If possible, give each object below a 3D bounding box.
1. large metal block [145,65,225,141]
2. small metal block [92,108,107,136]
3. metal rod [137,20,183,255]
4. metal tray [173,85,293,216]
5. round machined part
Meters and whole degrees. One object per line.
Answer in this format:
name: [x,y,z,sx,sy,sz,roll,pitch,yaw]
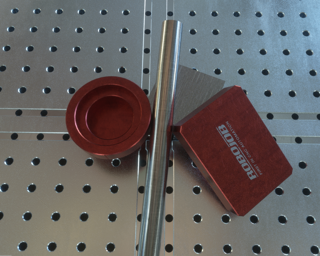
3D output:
large metal block: [0.030,-0.031,0.407,0.080,0.050,0.080,22,71,7]
small metal block: [-0.073,-0.011,0.412,0.050,0.025,0.050,-21,72,-8]
metal rod: [-0.001,0.025,0.356,0.025,0.025,0.298,6,86,2]
metal tray: [0.088,0.027,0.369,0.090,0.030,0.130,-37,99,-12]
round machined part: [-0.058,-0.009,0.373,0.099,0.042,0.098,-1,71,3]
